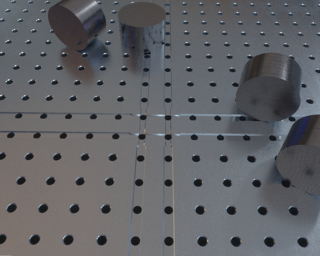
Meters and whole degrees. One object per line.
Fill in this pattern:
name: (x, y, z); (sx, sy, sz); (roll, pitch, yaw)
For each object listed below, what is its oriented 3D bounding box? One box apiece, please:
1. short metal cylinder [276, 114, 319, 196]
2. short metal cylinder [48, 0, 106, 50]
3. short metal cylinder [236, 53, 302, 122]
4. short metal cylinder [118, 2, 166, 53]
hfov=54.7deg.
short metal cylinder: (0.180, 0.031, 0.348); (0.080, 0.080, 0.050); (26, 55, 20)
short metal cylinder: (-0.138, -0.179, 0.520); (0.080, 0.080, 0.050); (24, 54, 18)
short metal cylinder: (0.148, -0.054, 0.419); (0.080, 0.080, 0.050); (15, 52, 12)
short metal cylinder: (-0.030, -0.175, 0.539); (0.081, 0.050, 0.080); (0, 50, 0)
